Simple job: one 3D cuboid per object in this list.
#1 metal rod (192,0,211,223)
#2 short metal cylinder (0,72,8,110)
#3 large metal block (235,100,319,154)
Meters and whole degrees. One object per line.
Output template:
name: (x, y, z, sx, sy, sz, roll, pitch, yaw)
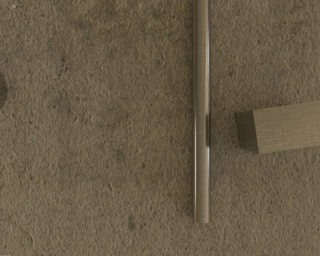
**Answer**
metal rod: (0.055, -0.027, 0.410, 0.025, 0.025, 0.298, 0, 90, -1)
short metal cylinder: (-0.247, -0.050, 0.394, 0.081, 0.050, 0.079, 0, 90, -1)
large metal block: (0.146, -0.001, 0.384, 0.081, 0.080, 0.050, -8, 90, 0)
